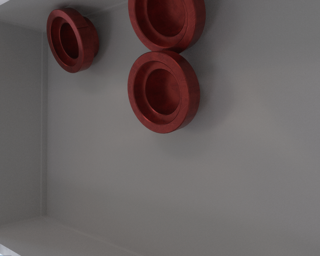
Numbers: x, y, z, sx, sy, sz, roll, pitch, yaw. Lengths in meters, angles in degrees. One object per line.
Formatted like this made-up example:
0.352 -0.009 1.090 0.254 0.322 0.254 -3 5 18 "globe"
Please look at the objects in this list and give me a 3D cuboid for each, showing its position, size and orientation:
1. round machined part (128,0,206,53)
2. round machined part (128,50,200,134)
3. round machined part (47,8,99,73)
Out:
0.012 -0.139 0.369 0.098 0.042 0.097 24 133 29 "round machined part"
0.009 -0.045 0.379 0.098 0.042 0.097 15 113 39 "round machined part"
-0.134 -0.140 0.493 0.098 0.042 0.097 24 127 36 "round machined part"
